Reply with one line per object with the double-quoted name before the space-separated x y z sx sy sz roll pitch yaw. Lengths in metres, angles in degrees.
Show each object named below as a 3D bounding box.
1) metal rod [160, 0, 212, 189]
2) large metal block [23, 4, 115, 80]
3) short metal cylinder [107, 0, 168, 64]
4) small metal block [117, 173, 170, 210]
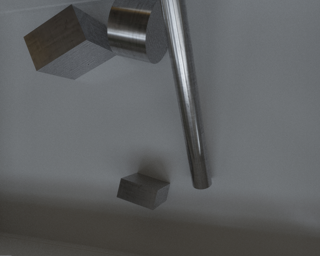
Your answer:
"metal rod" 0.026 -0.063 0.334 0.025 0.025 0.298 -3 115 20
"large metal block" -0.118 -0.111 0.422 0.080 0.080 0.050 -26 82 18
"short metal cylinder" -0.022 -0.125 0.388 0.050 0.080 0.079 17 96 19
"small metal block" -0.020 0.081 0.403 0.050 0.050 0.025 15 95 19
